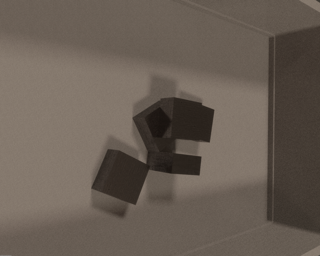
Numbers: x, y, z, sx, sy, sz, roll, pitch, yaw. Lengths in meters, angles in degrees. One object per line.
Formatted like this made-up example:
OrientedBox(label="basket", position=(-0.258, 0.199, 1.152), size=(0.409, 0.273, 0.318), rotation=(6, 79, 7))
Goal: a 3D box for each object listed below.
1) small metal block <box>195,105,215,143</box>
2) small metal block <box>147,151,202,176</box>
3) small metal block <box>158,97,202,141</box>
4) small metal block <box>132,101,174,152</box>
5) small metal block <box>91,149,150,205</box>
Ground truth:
OrientedBox(label="small metal block", position=(0.050, -0.008, 0.451), size=(0.050, 0.025, 0.050), rotation=(15, 80, -39))
OrientedBox(label="small metal block", position=(0.018, 0.046, 0.408), size=(0.050, 0.050, 0.025), rotation=(11, 83, -40))
OrientedBox(label="small metal block", position=(0.026, -0.010, 0.398), size=(0.050, 0.025, 0.050), rotation=(7, 86, -40))
OrientedBox(label="small metal block", position=(-0.001, -0.004, 0.408), size=(0.050, 0.025, 0.050), rotation=(-36, 113, -34))
OrientedBox(label="small metal block", position=(-0.046, 0.059, 0.370), size=(0.050, 0.025, 0.050), rotation=(33, 70, -36))
